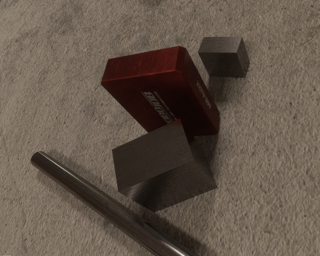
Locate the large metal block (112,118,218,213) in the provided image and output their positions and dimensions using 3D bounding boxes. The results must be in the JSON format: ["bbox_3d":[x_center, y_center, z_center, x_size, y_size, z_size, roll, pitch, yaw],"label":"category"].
[{"bbox_3d":[0.007,0.045,0.337,0.080,0.080,0.050,-25,53,13],"label":"large metal block"}]

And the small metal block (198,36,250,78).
[{"bbox_3d":[0.083,-0.091,0.399,0.050,0.050,0.025,9,67,32],"label":"small metal block"}]

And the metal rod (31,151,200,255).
[{"bbox_3d":[-0.071,0.093,0.381,0.300,0.025,0.025,22,74,35],"label":"metal rod"}]

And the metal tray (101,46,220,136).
[{"bbox_3d":[0.007,-0.032,0.352,0.090,0.130,0.030,-4,60,26],"label":"metal tray"}]
